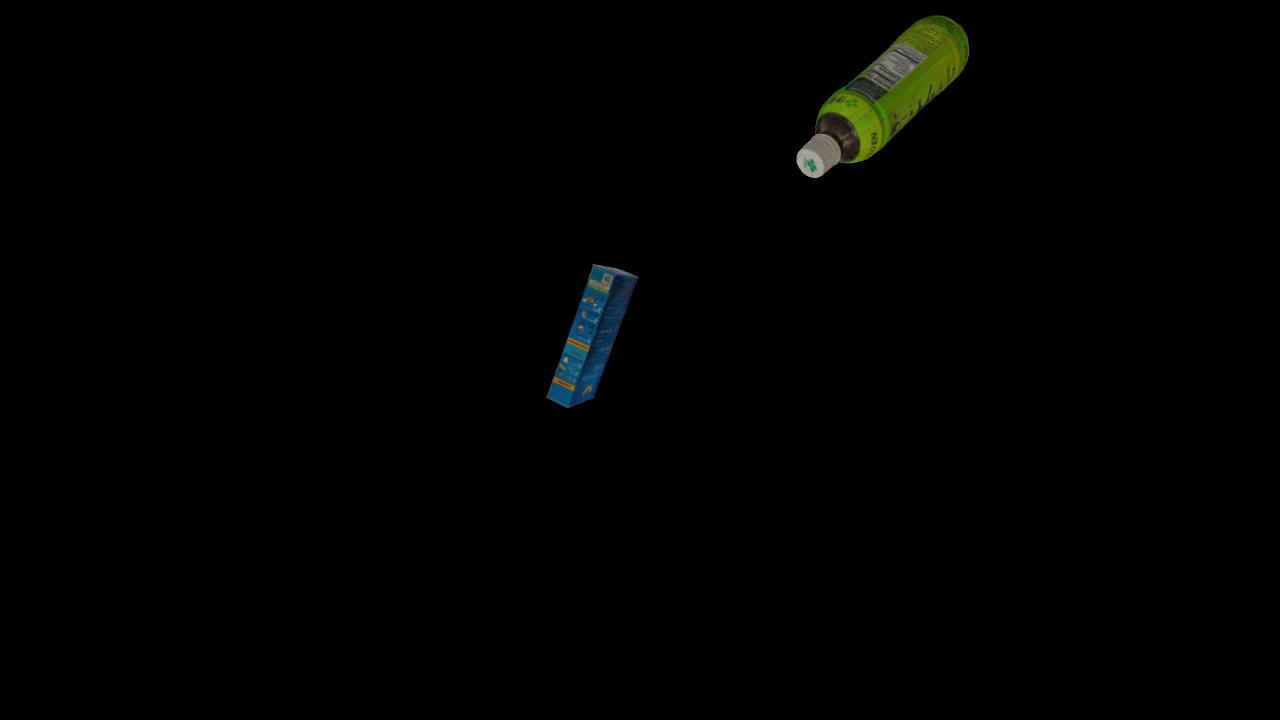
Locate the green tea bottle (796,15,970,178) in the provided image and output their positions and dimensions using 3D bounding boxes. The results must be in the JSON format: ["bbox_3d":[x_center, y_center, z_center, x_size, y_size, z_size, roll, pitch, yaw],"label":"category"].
[{"bbox_3d":[0.224,-0.244,0.581,0.212,0.073,0.073,-41,15,-18],"label":"green tea bottle"}]

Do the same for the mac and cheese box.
[{"bbox_3d":[-0.061,-0.032,0.815,0.041,0.184,0.093,24,12,13],"label":"mac and cheese box"}]
